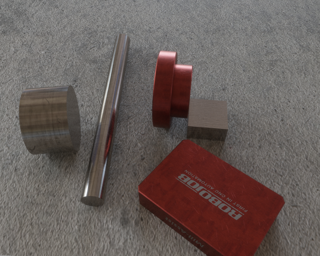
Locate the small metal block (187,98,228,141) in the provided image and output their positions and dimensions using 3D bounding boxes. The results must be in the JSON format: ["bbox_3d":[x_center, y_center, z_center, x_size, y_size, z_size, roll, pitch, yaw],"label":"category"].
[{"bbox_3d":[0.063,-0.011,0.414,0.050,0.025,0.050,5,50,3],"label":"small metal block"}]

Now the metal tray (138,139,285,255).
[{"bbox_3d":[0.053,0.078,0.335,0.130,0.030,0.090,32,57,23],"label":"metal tray"}]

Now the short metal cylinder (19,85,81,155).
[{"bbox_3d":[-0.129,-0.010,0.374,0.050,0.080,0.080,-5,50,-5],"label":"short metal cylinder"}]

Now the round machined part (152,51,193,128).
[{"bbox_3d":[0.018,-0.048,0.396,0.042,0.097,0.098,6,50,4],"label":"round machined part"}]

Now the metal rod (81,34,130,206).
[{"bbox_3d":[-0.068,-0.035,0.431,0.025,0.025,0.300,2,50,1],"label":"metal rod"}]
